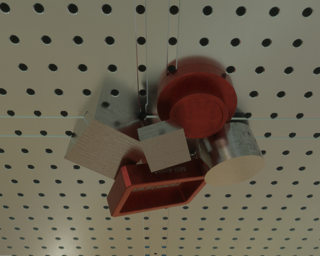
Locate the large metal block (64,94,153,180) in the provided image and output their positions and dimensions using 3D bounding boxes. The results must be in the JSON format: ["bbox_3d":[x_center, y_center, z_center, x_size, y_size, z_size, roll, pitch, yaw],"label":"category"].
[{"bbox_3d":[-0.066,0.016,0.408,0.080,0.050,0.080,29,124,-22],"label":"large metal block"}]

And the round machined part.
[{"bbox_3d":[0.046,-0.025,0.379,0.099,0.042,0.097,0,130,0],"label":"round machined part"}]

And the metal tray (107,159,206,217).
[{"bbox_3d":[-0.001,0.085,0.443,0.131,0.030,0.089,-2,142,-28],"label":"metal tray"}]

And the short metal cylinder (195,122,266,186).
[{"bbox_3d":[0.092,0.036,0.412,0.081,0.050,0.080,-9,145,-6],"label":"short metal cylinder"}]

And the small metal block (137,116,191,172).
[{"bbox_3d":[0.006,0.020,0.368,0.050,0.025,0.050,-17,126,0],"label":"small metal block"}]
